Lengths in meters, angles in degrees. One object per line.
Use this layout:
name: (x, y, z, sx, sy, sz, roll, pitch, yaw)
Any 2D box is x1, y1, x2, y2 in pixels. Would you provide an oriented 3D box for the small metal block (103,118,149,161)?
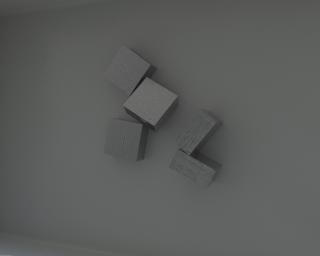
small metal block: (-0.046, 0.015, 0.427, 0.050, 0.025, 0.050, 11, 94, 19)

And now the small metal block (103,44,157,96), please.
small metal block: (-0.041, -0.077, 0.425, 0.050, 0.025, 0.050, 39, 102, 15)

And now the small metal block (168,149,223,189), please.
small metal block: (0.045, 0.047, 0.381, 0.050, 0.050, 0.025, 30, 100, 17)

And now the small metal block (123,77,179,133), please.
small metal block: (-0.011, -0.030, 0.404, 0.050, 0.025, 0.050, 34, 75, 16)

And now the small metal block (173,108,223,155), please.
small metal block: (0.048, 0.004, 0.380, 0.025, 0.050, 0.050, 41, 103, 15)
